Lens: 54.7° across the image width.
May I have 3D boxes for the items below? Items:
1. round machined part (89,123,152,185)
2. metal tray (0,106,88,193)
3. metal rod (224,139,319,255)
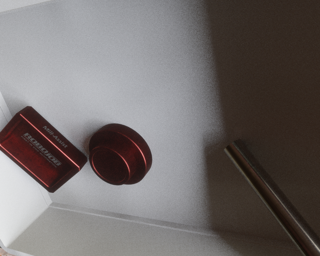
[{"bbox_3d":[-0.065,0.046,0.458,0.098,0.042,0.097,13,124,20],"label":"round machined part"},{"bbox_3d":[-0.197,0.038,0.511,0.090,0.030,0.130,-39,103,28],"label":"metal tray"},{"bbox_3d":[0.165,0.135,0.318,0.299,0.025,0.025,56,133,23],"label":"metal rod"}]
